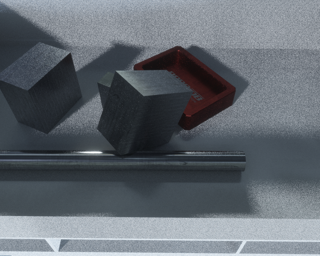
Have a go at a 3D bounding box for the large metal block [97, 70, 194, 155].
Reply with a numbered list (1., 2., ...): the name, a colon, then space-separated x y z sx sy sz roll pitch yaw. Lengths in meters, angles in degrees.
1. large metal block: -0.018 -0.021 0.369 0.081 0.079 0.050 -12 46 -45

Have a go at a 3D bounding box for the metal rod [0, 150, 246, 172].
1. metal rod: -0.051 0.039 0.371 0.302 0.025 0.025 0 50 0

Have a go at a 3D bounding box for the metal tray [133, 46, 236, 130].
1. metal tray: 0.033 -0.064 0.455 0.091 0.030 0.130 -30 56 -23

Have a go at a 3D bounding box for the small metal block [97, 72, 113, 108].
1. small metal block: -0.054 -0.043 0.424 0.050 0.050 0.025 23 54 17

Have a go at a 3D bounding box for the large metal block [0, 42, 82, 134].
1. large metal block: -0.155 -0.053 0.412 0.050 0.080 0.080 21 53 16
